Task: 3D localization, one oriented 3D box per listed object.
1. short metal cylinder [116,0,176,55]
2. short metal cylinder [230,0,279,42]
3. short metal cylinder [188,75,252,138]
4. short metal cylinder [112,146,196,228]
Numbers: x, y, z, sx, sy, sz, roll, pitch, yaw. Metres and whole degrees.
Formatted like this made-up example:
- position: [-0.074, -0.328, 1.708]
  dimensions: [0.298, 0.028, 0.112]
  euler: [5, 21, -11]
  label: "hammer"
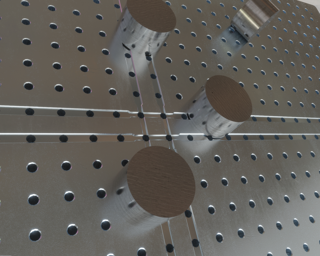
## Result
- position: [-0.022, -0.161, 0.480]
  dimensions: [0.081, 0.050, 0.080]
  euler: [14, 56, -21]
  label: "short metal cylinder"
- position: [0.186, -0.218, 0.609]
  dimensions: [0.050, 0.080, 0.080]
  euler: [48, 51, 4]
  label: "short metal cylinder"
- position: [0.089, -0.031, 0.461]
  dimensions: [0.081, 0.050, 0.080]
  euler: [14, 56, -21]
  label: "short metal cylinder"
- position: [-0.008, 0.067, 0.349]
  dimensions: [0.081, 0.050, 0.080]
  euler: [14, 56, -21]
  label: "short metal cylinder"
